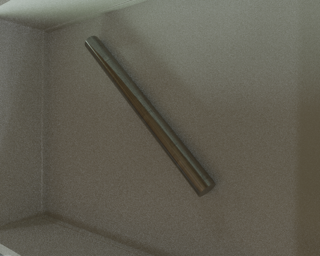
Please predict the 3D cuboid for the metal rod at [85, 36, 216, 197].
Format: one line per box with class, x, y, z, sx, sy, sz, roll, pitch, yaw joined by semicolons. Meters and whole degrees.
metal rod;-0.027;-0.032;0.430;0.300;0.025;0.025;52;120;27
